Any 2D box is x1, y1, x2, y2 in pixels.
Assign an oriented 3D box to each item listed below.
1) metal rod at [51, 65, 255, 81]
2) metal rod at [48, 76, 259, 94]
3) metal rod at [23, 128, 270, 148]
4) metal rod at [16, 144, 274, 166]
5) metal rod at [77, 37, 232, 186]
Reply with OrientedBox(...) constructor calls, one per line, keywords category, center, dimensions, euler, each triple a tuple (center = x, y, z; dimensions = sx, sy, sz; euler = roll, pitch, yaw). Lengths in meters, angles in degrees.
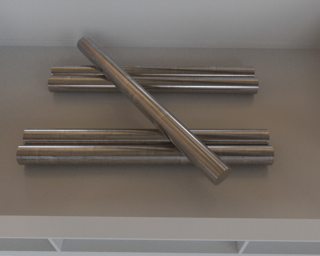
OrientedBox(category="metal rod", center=(-0.010, -0.082, 0.472), dimensions=(0.302, 0.025, 0.025), euler=(1, 50, 0))
OrientedBox(category="metal rod", center=(-0.010, -0.063, 0.456), dimensions=(0.302, 0.025, 0.025), euler=(1, 50, 0))
OrientedBox(category="metal rod", center=(-0.017, 0.013, 0.391), dimensions=(0.302, 0.025, 0.025), euler=(0, 50, 0))
OrientedBox(category="metal rod", center=(-0.017, 0.033, 0.375), dimensions=(0.302, 0.025, 0.025), euler=(0, 50, 0))
OrientedBox(category="metal rod", center=(-0.025, -0.039, 0.404), dimensions=(0.025, 0.025, 0.300), euler=(-31, 57, -23))
